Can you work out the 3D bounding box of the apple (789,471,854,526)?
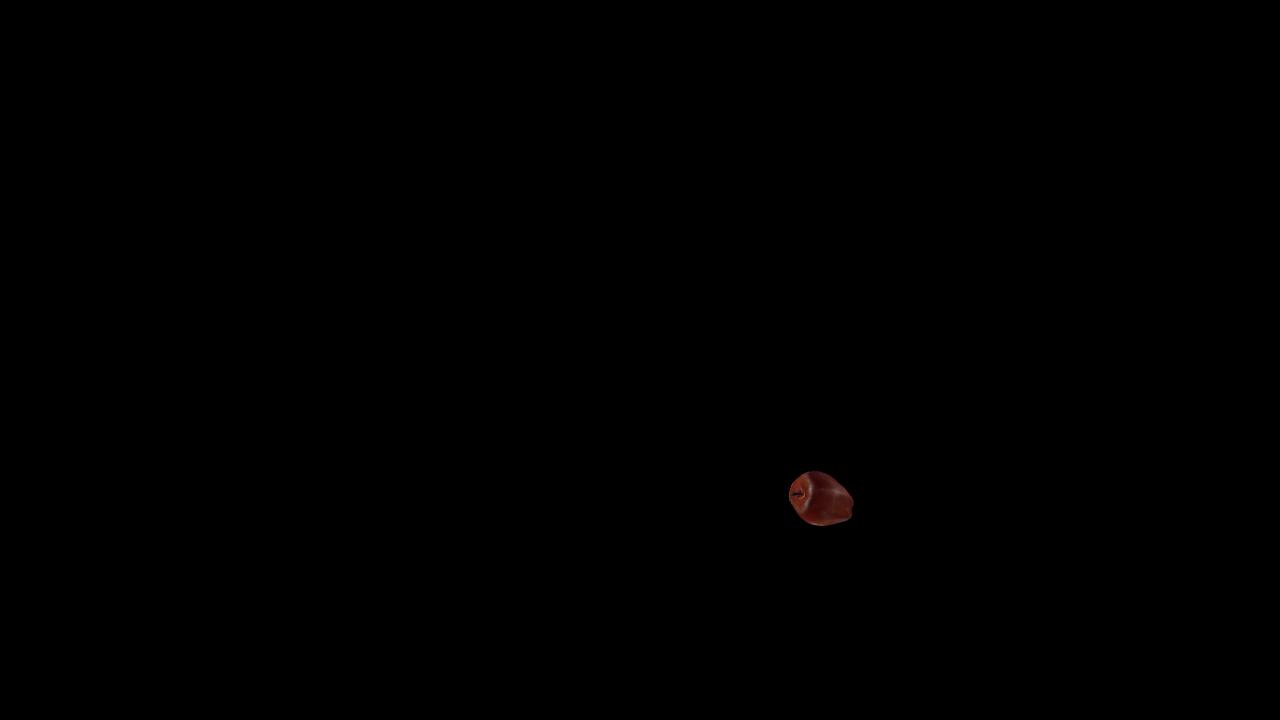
[{"bbox_3d":[0.265,0.205,0.904,0.093,0.079,0.079,18,-4,-14],"label":"apple"}]
